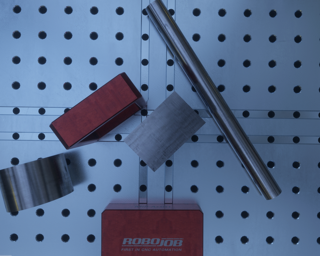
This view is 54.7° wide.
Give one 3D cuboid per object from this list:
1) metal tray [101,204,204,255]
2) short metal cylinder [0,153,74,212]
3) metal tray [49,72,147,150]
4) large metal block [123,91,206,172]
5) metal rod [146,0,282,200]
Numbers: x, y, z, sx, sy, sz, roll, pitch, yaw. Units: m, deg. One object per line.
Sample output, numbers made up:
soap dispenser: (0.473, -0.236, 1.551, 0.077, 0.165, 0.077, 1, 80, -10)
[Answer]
metal tray: (-0.010, 0.149, 0.411, 0.131, 0.030, 0.089, 0, 90, 0)
short metal cylinder: (-0.154, 0.066, 0.385, 0.080, 0.080, 0.050, -15, 90, 0)
metal tray: (-0.062, -0.017, 0.360, 0.090, 0.130, 0.030, -36, 90, 0)
large metal block: (0.005, 0.004, 0.386, 0.080, 0.080, 0.050, -44, 90, 0)
metal rod: (0.071, -0.037, 0.413, 0.025, 0.025, 0.299, -32, 90, 0)
